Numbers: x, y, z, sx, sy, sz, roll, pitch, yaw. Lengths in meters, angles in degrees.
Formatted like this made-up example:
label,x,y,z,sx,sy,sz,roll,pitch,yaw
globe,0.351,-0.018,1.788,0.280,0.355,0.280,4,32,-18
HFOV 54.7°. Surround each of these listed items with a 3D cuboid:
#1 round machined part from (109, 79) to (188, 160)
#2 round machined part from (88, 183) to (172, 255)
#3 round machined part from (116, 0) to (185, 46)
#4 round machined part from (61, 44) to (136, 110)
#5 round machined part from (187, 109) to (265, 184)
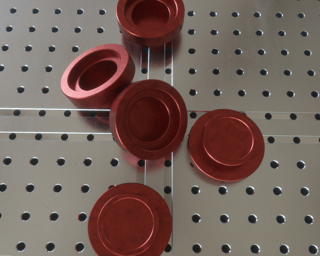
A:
label,x,y,z,sx,sy,sz,roll,pitch,yaw
round machined part,-0.018,-0.011,0.390,0.099,0.042,0.097,-2,94,-29
round machined part,-0.035,0.112,0.361,0.099,0.042,0.098,0,70,-1
round machined part,-0.014,-0.163,0.462,0.099,0.042,0.098,0,70,-1
round machined part,-0.077,-0.063,0.411,0.098,0.042,0.098,-13,50,16
round machined part,0.085,0.020,0.397,0.099,0.042,0.098,0,70,-1
